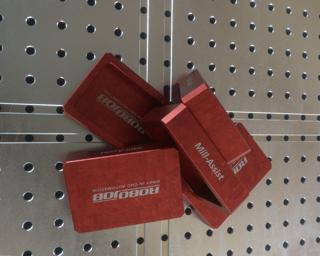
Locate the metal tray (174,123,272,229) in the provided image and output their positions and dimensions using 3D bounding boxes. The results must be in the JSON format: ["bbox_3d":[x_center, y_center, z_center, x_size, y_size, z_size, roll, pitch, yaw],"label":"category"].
[{"bbox_3d":[0.089,0.065,0.443,0.130,0.030,0.090,-43,104,-15],"label":"metal tray"}]

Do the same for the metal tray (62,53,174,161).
[{"bbox_3d":[-0.044,-0.020,0.394,0.130,0.030,0.090,38,78,-17],"label":"metal tray"}]

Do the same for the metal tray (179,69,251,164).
[{"bbox_3d":[0.062,-0.021,0.381,0.030,0.130,0.090,-34,103,12],"label":"metal tray"}]

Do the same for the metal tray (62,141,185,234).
[{"bbox_3d":[-0.040,0.069,0.370,0.131,0.030,0.089,-7,104,-6],"label":"metal tray"}]

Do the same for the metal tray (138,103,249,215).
[{"bbox_3d":[0.035,0.034,0.360,0.030,0.090,0.130,-40,103,-16],"label":"metal tray"}]
